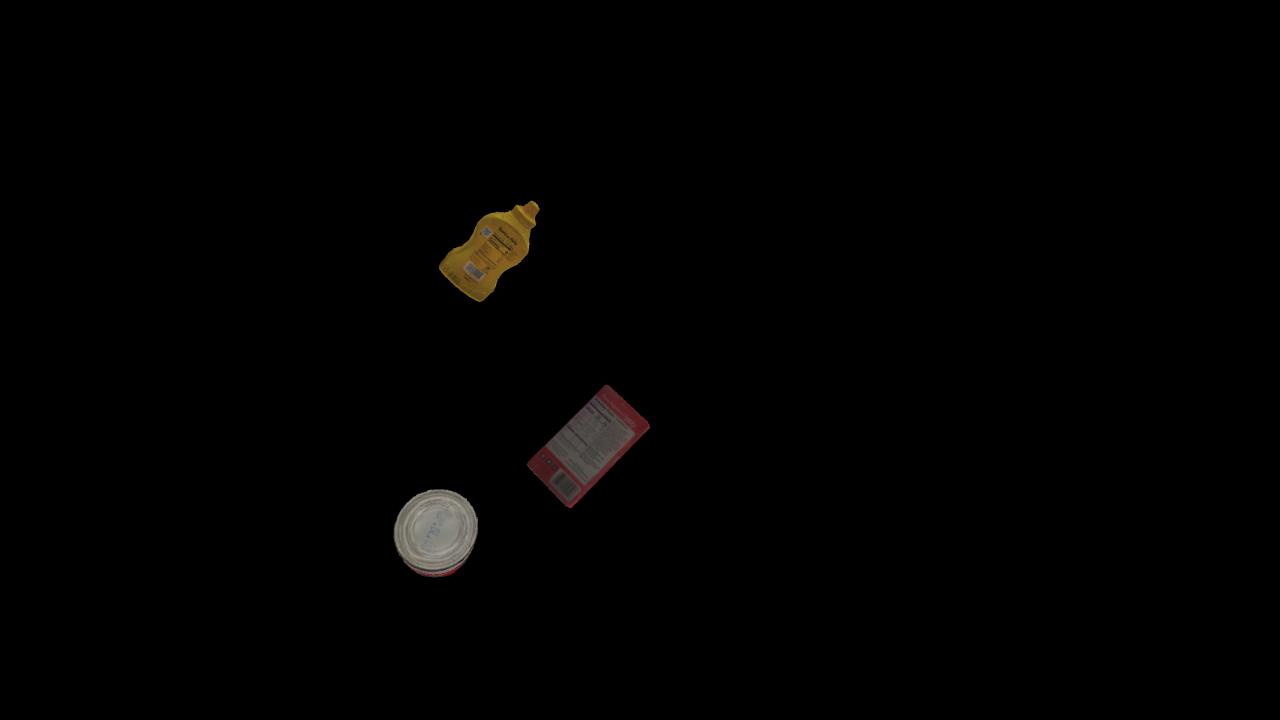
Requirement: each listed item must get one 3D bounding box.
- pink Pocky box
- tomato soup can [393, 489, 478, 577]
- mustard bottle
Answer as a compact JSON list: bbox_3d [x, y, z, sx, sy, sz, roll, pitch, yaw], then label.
[{"bbox_3d":[-0.068,0.115,0.833,0.084,0.155,0.029,42,-10,15],"label":"pink Pocky box"},{"bbox_3d":[-0.178,0.154,0.541,0.068,0.068,0.101,0,-21,-18],"label":"tomato soup can"},{"bbox_3d":[-0.227,-0.183,0.981,0.092,0.184,0.054,43,14,-18],"label":"mustard bottle"}]
